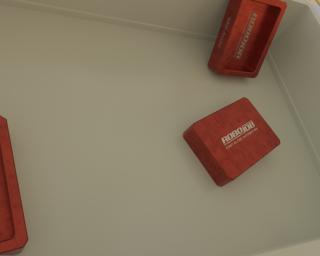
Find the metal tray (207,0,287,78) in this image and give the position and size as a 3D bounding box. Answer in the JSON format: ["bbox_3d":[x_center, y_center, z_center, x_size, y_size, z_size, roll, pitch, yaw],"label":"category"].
[{"bbox_3d":[0.141,-0.149,0.506,0.091,0.129,0.030,0,32,-28],"label":"metal tray"}]

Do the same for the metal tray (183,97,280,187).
[{"bbox_3d":[0.107,0.015,0.451,0.131,0.030,0.090,-26,76,-37],"label":"metal tray"}]

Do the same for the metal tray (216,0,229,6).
[{"bbox_3d":[0.163,-0.313,0.682,0.131,0.030,0.090,-15,69,-34],"label":"metal tray"}]

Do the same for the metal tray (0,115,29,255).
[{"bbox_3d":[-0.177,0.055,0.273,0.091,0.030,0.130,-7,65,-31],"label":"metal tray"}]
